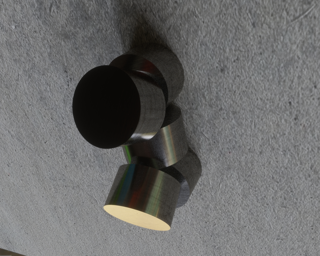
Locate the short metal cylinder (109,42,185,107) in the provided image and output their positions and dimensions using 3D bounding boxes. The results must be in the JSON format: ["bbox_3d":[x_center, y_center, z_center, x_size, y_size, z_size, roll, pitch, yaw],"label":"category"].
[{"bbox_3d":[-0.017,-0.056,0.367,0.080,0.050,0.079,13,124,21],"label":"short metal cylinder"}]

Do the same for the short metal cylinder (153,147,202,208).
[{"bbox_3d":[0.012,0.063,0.425,0.080,0.050,0.079,13,124,21],"label":"short metal cylinder"}]

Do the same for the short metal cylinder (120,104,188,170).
[{"bbox_3d":[-0.009,0.009,0.384,0.080,0.080,0.050,2,119,27],"label":"short metal cylinder"}]

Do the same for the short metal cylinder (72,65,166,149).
[{"bbox_3d":[-0.041,-0.021,0.317,0.080,0.050,0.079,2,94,27],"label":"short metal cylinder"}]

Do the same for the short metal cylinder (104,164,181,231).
[{"bbox_3d":[-0.020,0.084,0.369,0.080,0.050,0.080,14,151,8],"label":"short metal cylinder"}]
